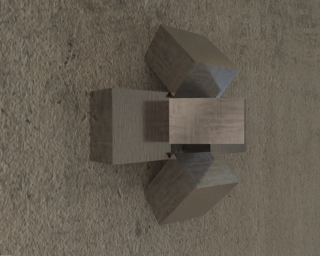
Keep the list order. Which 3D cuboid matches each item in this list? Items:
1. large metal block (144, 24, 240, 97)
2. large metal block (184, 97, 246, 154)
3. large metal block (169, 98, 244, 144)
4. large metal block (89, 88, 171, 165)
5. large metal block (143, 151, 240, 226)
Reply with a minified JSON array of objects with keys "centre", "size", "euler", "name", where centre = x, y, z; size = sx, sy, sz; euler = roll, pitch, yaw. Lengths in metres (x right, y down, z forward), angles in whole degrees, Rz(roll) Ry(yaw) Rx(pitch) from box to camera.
[{"centre":[0.039,-0.083,0.398],"size":[0.081,0.080,0.050],"euler":[0,134,-40],"name":"large metal block"},{"centre":[0.082,-0.004,0.458],"size":[0.081,0.050,0.079],"euler":[0,90,-40],"name":"large metal block"},{"centre":[0.053,-0.008,0.374],"size":[0.080,0.080,0.050],"euler":[0,91,4],"name":"large metal block"},{"centre":[-0.034,-0.002,0.363],"size":[0.081,0.050,0.079],"euler":[-1,91,-40],"name":"large metal block"},{"centre":[0.039,0.076,0.397],"size":[0.081,0.080,0.050],"euler":[2,46,-39],"name":"large metal block"}]
